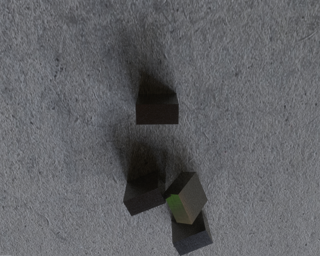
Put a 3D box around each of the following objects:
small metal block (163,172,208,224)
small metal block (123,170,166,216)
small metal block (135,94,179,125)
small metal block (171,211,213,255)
[{"bbox_3d":[0.037,0.096,0.429,0.025,0.050,0.050,-7,115,40],"label":"small metal block"},{"bbox_3d":[-0.020,0.089,0.429,0.050,0.050,0.025,-23,109,8],"label":"small metal block"},{"bbox_3d":[-0.003,-0.024,0.387,0.050,0.050,0.025,-1,110,0],"label":"small metal block"},{"bbox_3d":[0.046,0.151,0.452,0.050,0.050,0.025,-25,108,9],"label":"small metal block"}]
